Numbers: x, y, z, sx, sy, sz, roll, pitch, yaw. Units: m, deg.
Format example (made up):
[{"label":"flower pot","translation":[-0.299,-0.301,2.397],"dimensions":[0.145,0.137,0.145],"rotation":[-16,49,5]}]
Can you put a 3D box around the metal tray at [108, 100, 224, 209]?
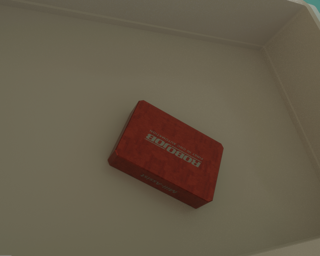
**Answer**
[{"label":"metal tray","translation":[0.012,0.032,0.391],"dimensions":[0.131,0.030,0.090],"rotation":[29,52,-10]}]
